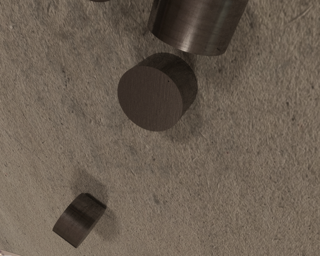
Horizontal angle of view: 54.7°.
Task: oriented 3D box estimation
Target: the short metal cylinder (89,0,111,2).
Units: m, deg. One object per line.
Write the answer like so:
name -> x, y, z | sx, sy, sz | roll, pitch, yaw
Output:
short metal cylinder -> -0.053, -0.172, 0.310 | 0.080, 0.050, 0.079 | 13, 124, 20

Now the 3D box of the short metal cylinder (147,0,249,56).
short metal cylinder -> 0.034, -0.109, 0.286 | 0.080, 0.080, 0.050 | 28, 128, 10

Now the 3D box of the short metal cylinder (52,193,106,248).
short metal cylinder -> -0.140, 0.161, 0.542 | 0.050, 0.080, 0.079 | 35, 129, 4

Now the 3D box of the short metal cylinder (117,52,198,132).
short metal cylinder -> -0.002, -0.043, 0.364 | 0.080, 0.050, 0.079 | 13, 124, 20
